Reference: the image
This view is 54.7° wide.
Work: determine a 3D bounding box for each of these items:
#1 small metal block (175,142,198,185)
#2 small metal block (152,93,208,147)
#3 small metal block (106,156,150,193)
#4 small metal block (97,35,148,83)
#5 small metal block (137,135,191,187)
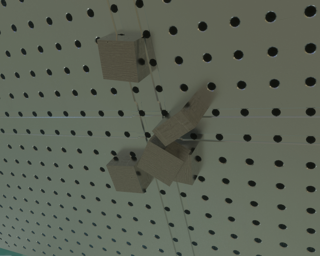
[{"bbox_3d":[0.024,0.047,0.426,0.050,0.025,0.050,8,122,23],"label":"small metal block"},{"bbox_3d":[0.025,-0.010,0.375,0.025,0.050,0.050,49,128,-7],"label":"small metal block"},{"bbox_3d":[-0.049,0.072,0.480,0.050,0.025,0.050,-2,118,28],"label":"small metal block"},{"bbox_3d":[-0.045,-0.086,0.381,0.050,0.025,0.050,9,123,23],"label":"small metal block"},{"bbox_3d":[0.004,0.040,0.400,0.050,0.025,0.050,31,128,8],"label":"small metal block"}]
